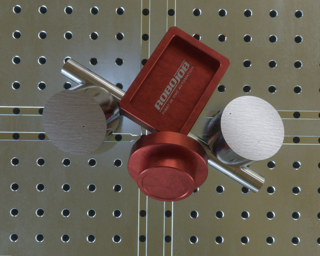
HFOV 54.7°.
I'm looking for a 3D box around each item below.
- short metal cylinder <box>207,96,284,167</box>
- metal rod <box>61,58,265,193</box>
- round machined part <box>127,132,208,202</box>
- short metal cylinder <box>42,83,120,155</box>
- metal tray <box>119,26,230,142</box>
[{"bbox_3d":[0.105,0.006,0.390,0.081,0.050,0.080,3,73,-10],"label":"short metal cylinder"},{"bbox_3d":[0.004,-0.003,0.413,0.301,0.025,0.025,32,90,0],"label":"metal rod"},{"bbox_3d":[0.009,0.054,0.378,0.099,0.042,0.097,4,133,4],"label":"round machined part"},{"bbox_3d":[-0.097,-0.013,0.388,0.080,0.050,0.079,3,107,9],"label":"short metal cylinder"},{"bbox_3d":[0.019,-0.054,0.396,0.090,0.030,0.130,32,77,0],"label":"metal tray"}]
